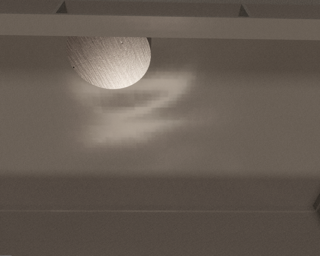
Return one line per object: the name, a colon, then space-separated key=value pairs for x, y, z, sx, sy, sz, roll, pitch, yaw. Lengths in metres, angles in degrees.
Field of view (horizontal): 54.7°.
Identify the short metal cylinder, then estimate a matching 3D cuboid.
short metal cylinder: x=-0.049 y=-0.087 z=0.318 sx=0.081 sy=0.050 sz=0.079 roll=0 pitch=130 yaw=0
